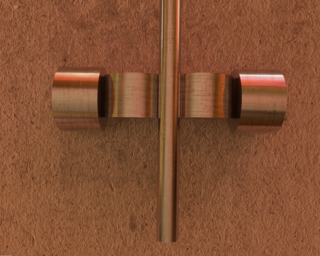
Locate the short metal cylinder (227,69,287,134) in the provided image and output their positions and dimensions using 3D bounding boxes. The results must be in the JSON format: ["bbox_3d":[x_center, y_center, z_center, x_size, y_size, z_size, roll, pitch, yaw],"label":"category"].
[{"bbox_3d":[0.116,-0.033,0.385,0.050,0.080,0.080,1,90,0],"label":"short metal cylinder"}]

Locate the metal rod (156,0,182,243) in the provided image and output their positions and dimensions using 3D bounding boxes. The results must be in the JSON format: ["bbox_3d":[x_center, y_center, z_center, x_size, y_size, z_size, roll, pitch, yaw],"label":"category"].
[{"bbox_3d":[0.010,-0.024,0.350,0.025,0.025,0.298,1,90,0],"label":"metal rod"}]

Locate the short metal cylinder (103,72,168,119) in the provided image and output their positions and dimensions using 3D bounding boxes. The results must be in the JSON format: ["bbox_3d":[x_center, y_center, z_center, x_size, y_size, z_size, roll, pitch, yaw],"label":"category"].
[{"bbox_3d":[-0.030,-0.037,0.383,0.081,0.080,0.050,1,90,0],"label":"short metal cylinder"}]

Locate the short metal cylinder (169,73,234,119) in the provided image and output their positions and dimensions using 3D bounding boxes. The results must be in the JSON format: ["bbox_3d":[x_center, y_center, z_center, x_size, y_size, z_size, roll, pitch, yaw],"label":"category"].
[{"bbox_3d":[0.050,-0.037,0.384,0.081,0.080,0.050,1,90,0],"label":"short metal cylinder"}]

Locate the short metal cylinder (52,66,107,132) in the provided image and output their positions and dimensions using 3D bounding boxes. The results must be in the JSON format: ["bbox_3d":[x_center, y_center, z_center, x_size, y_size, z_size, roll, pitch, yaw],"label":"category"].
[{"bbox_3d":[-0.095,-0.035,0.383,0.050,0.080,0.080,1,90,0],"label":"short metal cylinder"}]
